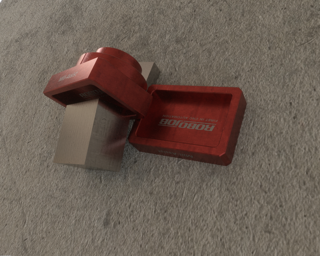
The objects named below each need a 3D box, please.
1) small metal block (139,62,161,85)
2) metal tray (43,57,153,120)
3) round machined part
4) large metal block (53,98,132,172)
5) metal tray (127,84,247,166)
[{"bbox_3d":[-0.033,-0.072,0.466,0.050,0.025,0.050,7,65,31],"label":"small metal block"},{"bbox_3d":[-0.085,-0.043,0.411,0.130,0.090,0.030,-4,59,47],"label":"metal tray"},{"bbox_3d":[-0.063,-0.072,0.420,0.098,0.098,0.042,6,65,30],"label":"round machined part"},{"bbox_3d":[-0.089,0.012,0.403,0.080,0.050,0.080,-4,71,46],"label":"large metal block"},{"bbox_3d":[0.033,-0.008,0.389,0.130,0.030,0.090,7,65,30],"label":"metal tray"}]
